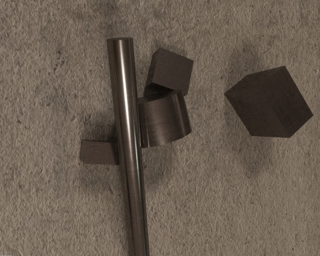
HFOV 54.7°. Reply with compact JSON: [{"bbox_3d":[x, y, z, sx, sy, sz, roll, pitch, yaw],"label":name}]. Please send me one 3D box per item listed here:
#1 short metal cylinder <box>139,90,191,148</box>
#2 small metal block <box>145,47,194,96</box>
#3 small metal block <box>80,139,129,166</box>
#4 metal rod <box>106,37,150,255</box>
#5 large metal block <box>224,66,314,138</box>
[{"bbox_3d":[-0.006,-0.012,0.376,0.081,0.080,0.050,-18,102,-19],"label":"short metal cylinder"},{"bbox_3d":[0.013,-0.072,0.410,0.050,0.025,0.050,17,74,-20],"label":"small metal block"},{"bbox_3d":[-0.067,0.029,0.372,0.050,0.050,0.025,5,89,-20],"label":"small metal block"},{"bbox_3d":[-0.031,0.054,0.348,0.025,0.025,0.298,-11,113,-20],"label":"metal rod"},{"bbox_3d":[0.151,-0.034,0.437,0.050,0.080,0.080,-39,103,-16],"label":"large metal block"}]
